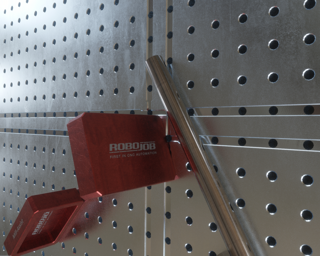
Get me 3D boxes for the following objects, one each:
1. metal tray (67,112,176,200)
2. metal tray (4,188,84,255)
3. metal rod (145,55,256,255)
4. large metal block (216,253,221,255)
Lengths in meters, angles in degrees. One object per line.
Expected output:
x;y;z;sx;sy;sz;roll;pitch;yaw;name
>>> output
-0.041;0.030;0.375;0.030;0.131;0.090;-23;76;38;metal tray
-0.199;0.162;0.531;0.030;0.091;0.129;50;119;28;metal tray
0.048;0.041;0.369;0.025;0.025;0.299;-36;68;34;metal rod
0.053;0.195;0.330;0.050;0.081;0.080;-51;60;28;large metal block
